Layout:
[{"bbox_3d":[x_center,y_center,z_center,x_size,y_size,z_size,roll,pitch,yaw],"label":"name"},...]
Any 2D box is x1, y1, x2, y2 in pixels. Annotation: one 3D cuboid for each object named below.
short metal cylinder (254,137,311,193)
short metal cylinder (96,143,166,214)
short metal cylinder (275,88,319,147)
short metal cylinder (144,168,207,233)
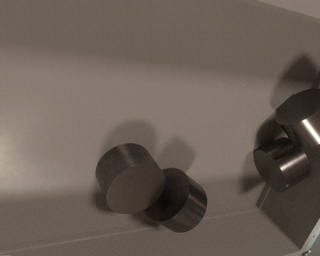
[{"bbox_3d":[0.206,0.062,0.527,0.050,0.080,0.080,-27,128,-12],"label":"short metal cylinder"},{"bbox_3d":[-0.040,0.067,0.414,0.081,0.050,0.079,-14,125,-21],"label":"short metal cylinder"},{"bbox_3d":[0.230,-0.016,0.484,0.080,0.080,0.050,-43,108,1],"label":"short metal cylinder"},{"bbox_3d":[0.021,0.105,0.452,0.080,0.080,0.050,-45,130,3],"label":"short metal cylinder"}]
